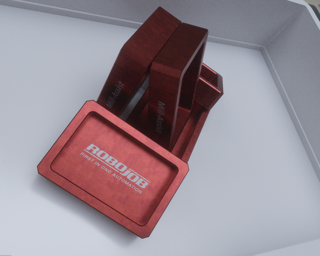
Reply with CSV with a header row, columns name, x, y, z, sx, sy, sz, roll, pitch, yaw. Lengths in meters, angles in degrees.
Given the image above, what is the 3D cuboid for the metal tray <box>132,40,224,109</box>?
name,x,y,z,sx,sy,sz,roll,pitch,yaw
metal tray,0.030,-0.088,0.450,0.130,0.030,0.090,34,26,-6

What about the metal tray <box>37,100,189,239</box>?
name,x,y,z,sx,sy,sz,roll,pitch,yaw
metal tray,-0.046,0.043,0.328,0.130,0.030,0.090,35,75,-6

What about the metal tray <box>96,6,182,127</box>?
name,x,y,z,sx,sy,sz,roll,pitch,yaw
metal tray,-0.031,-0.065,0.359,0.030,0.129,0.090,34,51,-5

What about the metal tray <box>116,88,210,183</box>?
name,x,y,z,sx,sy,sz,roll,pitch,yaw
metal tray,0.005,-0.003,0.406,0.090,0.030,0.130,34,51,-6

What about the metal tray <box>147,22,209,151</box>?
name,x,y,z,sx,sy,sz,roll,pitch,yaw
metal tray,0.018,-0.041,0.357,0.030,0.129,0.090,20,50,12
